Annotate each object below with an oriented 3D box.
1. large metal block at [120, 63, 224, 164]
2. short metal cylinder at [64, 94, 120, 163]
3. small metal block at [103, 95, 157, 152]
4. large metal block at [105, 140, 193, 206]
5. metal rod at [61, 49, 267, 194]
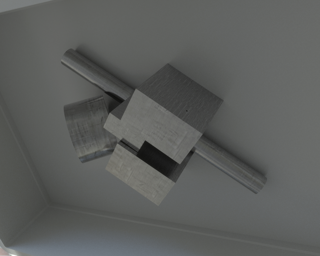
[{"bbox_3d":[0.015,-0.019,0.352,0.080,0.080,0.050,35,129,5],"label":"large metal block"},{"bbox_3d":[-0.089,0.001,0.409,0.050,0.080,0.079,-17,116,-8],"label":"short metal cylinder"},{"bbox_3d":[-0.030,-0.007,0.372,0.050,0.050,0.025,35,129,4],"label":"small metal block"},{"bbox_3d":[-0.009,0.038,0.399,0.080,0.080,0.050,34,129,5],"label":"large metal block"},{"bbox_3d":[0.001,-0.012,0.399,0.301,0.025,0.025,34,129,5],"label":"metal rod"}]
